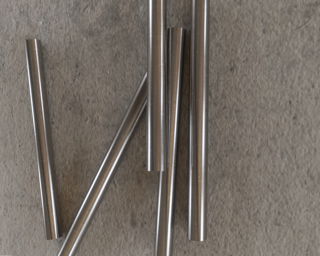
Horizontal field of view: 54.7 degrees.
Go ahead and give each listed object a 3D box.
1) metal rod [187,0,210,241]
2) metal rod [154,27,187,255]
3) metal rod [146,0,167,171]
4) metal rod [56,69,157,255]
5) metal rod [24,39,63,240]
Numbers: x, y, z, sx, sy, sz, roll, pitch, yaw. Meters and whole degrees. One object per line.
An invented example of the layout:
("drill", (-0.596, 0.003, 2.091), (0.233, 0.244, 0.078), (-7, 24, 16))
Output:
("metal rod", (0.049, -0.010, 0.391), (0.025, 0.025, 0.298), (1, 90, 19))
("metal rod", (0.013, 0.022, 0.403), (0.025, 0.025, 0.298), (4, 91, 19))
("metal rod", (-0.004, -0.097, 0.389), (0.025, 0.025, 0.298), (-3, 82, 19))
("metal rod", (-0.074, 0.059, 0.433), (0.025, 0.025, 0.298), (30, 99, 17))
("metal rod", (-0.177, 0.015, 0.469), (0.025, 0.025, 0.298), (-8, 87, 19))
